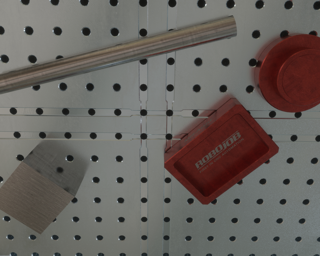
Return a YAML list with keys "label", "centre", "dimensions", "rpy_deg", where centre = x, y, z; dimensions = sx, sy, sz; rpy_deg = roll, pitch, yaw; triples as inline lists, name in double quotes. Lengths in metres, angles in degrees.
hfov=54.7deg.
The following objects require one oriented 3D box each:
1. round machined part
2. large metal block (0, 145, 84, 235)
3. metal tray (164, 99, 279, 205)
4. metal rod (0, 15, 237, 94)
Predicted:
- label: "round machined part"
  centre: [0.172, -0.065, 0.382]
  dimensions: [0.099, 0.042, 0.097]
  rpy_deg: [0, 110, 0]
- label: "large metal block"
  centre: [-0.168, 0.085, 0.430]
  dimensions: [0.080, 0.050, 0.080]
  rpy_deg: [39, 105, -13]
- label: "metal tray"
  centre: [0.081, 0.034, 0.423]
  dimensions: [0.130, 0.030, 0.090]
  rpy_deg: [-41, 106, 13]
- label: "metal rod"
  centre: [-0.058, -0.088, 0.380]
  dimensions: [0.301, 0.025, 0.025]
  rpy_deg: [-13, 110, 4]
